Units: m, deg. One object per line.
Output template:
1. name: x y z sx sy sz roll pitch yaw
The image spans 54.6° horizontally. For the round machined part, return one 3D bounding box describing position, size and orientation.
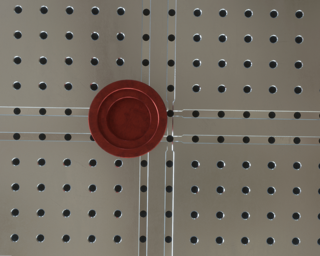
1. round machined part: -0.040 -0.011 0.405 0.099 0.042 0.097 0 90 0
